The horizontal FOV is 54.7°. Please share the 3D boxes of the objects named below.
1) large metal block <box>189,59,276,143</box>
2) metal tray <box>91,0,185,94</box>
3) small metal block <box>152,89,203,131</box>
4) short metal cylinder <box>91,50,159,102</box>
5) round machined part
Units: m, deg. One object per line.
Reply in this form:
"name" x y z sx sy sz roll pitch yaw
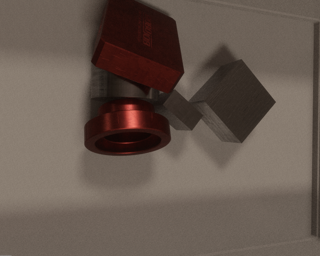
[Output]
"large metal block" 0.100 -0.036 0.436 0.080 0.050 0.080 47 75 -15
"metal tray" -0.024 -0.103 0.356 0.091 0.030 0.130 18 40 -19
"small metal block" 0.021 -0.022 0.406 0.050 0.050 0.025 41 77 -16
"short metal cylinder" -0.040 -0.058 0.367 0.081 0.080 0.050 1 90 -20
"round machined part" -0.038 -0.001 0.363 0.099 0.098 0.042 2 68 -21
